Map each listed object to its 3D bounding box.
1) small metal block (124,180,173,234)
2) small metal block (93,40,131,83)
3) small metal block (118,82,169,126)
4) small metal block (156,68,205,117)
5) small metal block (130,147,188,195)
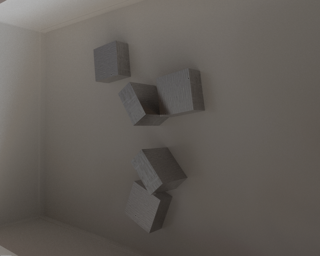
[{"bbox_3d":[-0.017,0.104,0.419,0.050,0.025,0.050,28,107,36],"label":"small metal block"},{"bbox_3d":[-0.072,-0.098,0.464,0.050,0.025,0.050,-8,85,39],"label":"small metal block"},{"bbox_3d":[-0.020,-0.031,0.405,0.025,0.050,0.050,-41,66,32],"label":"small metal block"},{"bbox_3d":[0.025,-0.042,0.385,0.050,0.025,0.050,-10,84,39],"label":"small metal block"},{"bbox_3d":[-0.001,0.053,0.389,0.025,0.050,0.050,-49,62,29],"label":"small metal block"}]
